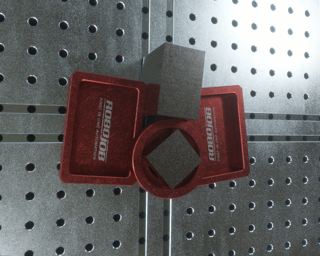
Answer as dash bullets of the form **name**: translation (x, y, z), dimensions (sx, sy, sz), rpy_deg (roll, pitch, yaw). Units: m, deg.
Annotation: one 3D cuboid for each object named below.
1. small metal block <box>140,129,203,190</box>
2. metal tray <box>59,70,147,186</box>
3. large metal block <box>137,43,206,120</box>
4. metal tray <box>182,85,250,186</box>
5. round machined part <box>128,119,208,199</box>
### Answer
- **small metal block**: translation (0.013, 0.036, 0.369), dimensions (0.050, 0.025, 0.050), rpy_deg (-41, 103, -15)
- **metal tray**: translation (-0.070, 0.002, 0.380), dimensions (0.091, 0.030, 0.129), rpy_deg (7, 88, -20)
- **large metal block**: translation (0.011, -0.052, 0.383), dimensions (0.050, 0.080, 0.080), rpy_deg (7, 88, -20)
- **metal tray**: translation (0.074, 0.009, 0.433), dimensions (0.091, 0.030, 0.129), rpy_deg (-7, 93, -20)
- **round machined part**: translation (0.008, 0.037, 0.392), dimensions (0.099, 0.042, 0.097), rpy_deg (0, 90, -20)
